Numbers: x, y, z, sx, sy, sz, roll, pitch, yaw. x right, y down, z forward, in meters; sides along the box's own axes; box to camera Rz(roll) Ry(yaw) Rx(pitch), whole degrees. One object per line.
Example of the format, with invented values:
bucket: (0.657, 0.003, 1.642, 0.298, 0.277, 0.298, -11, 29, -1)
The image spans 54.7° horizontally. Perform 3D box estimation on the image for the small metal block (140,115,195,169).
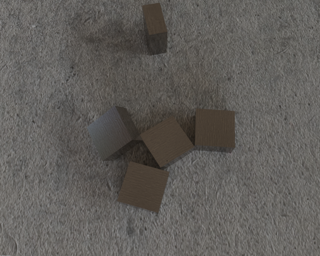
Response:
small metal block: (0.009, 0.020, 0.401, 0.050, 0.025, 0.050, -31, 73, -11)

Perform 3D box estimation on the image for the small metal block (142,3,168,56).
small metal block: (-0.007, -0.141, 0.446, 0.025, 0.050, 0.050, -11, 71, -4)

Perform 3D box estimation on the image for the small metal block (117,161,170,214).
small metal block: (-0.019, 0.074, 0.381, 0.050, 0.025, 0.050, 15, 71, 5)

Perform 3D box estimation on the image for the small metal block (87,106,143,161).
small metal block: (-0.058, 0.008, 0.393, 0.050, 0.025, 0.050, -35, 71, 20)

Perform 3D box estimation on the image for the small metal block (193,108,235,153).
small metal block: (0.071, 0.004, 0.407, 0.050, 0.025, 0.050, 4, 70, 1)
